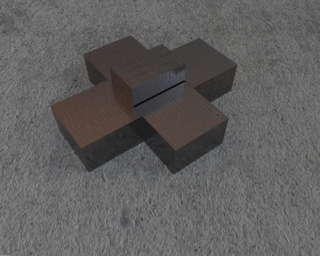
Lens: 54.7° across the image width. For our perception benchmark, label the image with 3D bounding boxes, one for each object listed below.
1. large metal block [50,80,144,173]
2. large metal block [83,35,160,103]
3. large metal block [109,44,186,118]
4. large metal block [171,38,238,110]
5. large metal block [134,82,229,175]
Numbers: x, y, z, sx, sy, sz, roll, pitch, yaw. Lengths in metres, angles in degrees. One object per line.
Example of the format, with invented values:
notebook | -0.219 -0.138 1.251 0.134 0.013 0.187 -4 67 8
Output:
large metal block | -0.077 -0.005 0.390 0.081 0.050 0.080 -30 56 -23
large metal block | -0.053 -0.083 0.457 0.081 0.050 0.080 -30 56 -23
large metal block | -0.015 -0.053 0.413 0.081 0.080 0.050 -30 56 -23
large metal block | 0.051 -0.079 0.454 0.081 0.050 0.080 -30 56 -23
large metal block | 0.025 -0.002 0.390 0.081 0.050 0.080 -30 56 -23
